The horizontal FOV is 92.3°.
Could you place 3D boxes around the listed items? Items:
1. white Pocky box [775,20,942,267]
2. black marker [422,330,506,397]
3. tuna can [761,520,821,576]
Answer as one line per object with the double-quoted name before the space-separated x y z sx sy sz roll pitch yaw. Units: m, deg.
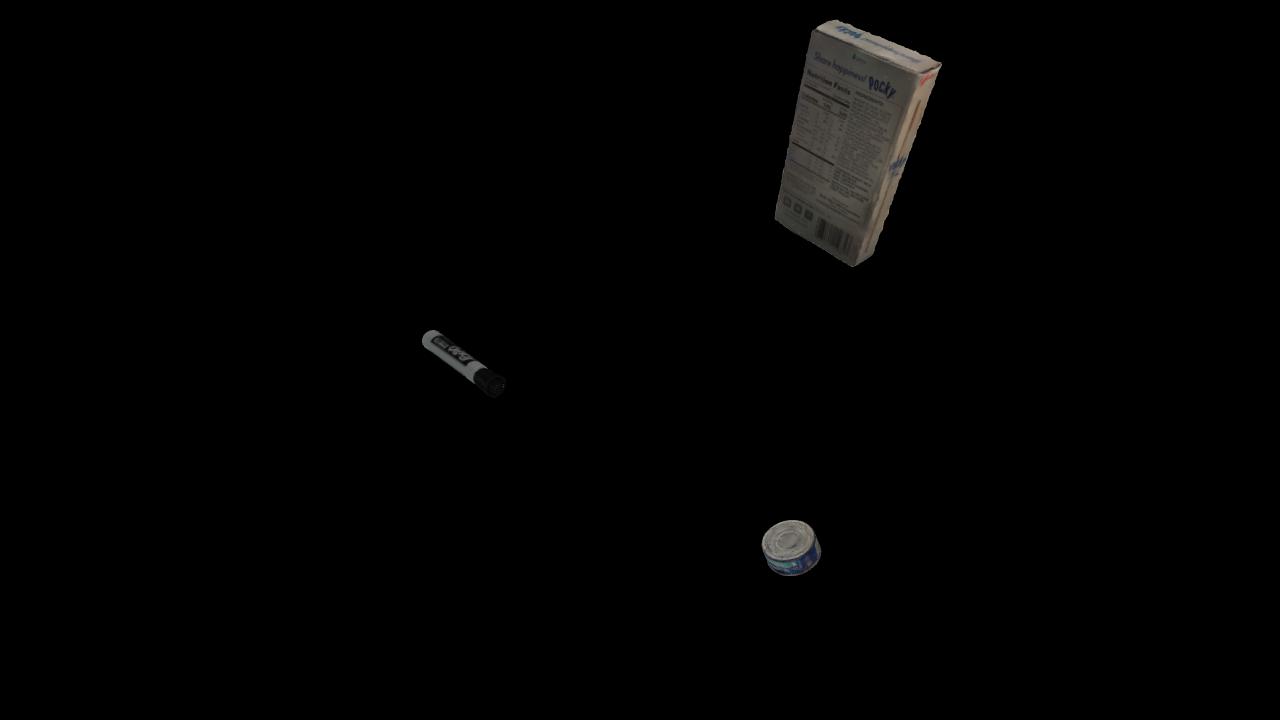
"white Pocky box" 0.146 -0.147 0.439 0.028 0.154 0.084 -33 58 -23
"black marker" -0.151 0.002 0.524 0.020 0.020 0.121 0 21 -46
"tuna can" 0.228 0.282 0.930 0.084 0.034 0.084 -20 25 10
